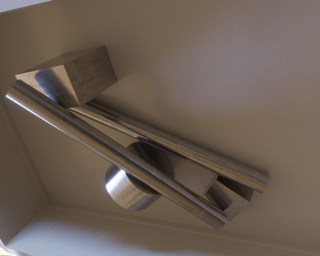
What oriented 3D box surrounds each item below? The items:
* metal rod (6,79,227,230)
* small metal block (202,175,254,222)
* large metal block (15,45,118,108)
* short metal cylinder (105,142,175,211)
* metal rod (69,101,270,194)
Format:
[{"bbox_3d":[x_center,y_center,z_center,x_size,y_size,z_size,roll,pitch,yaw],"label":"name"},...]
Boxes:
[{"bbox_3d":[-0.042,0.038,0.376,0.301,0.025,0.025,34,130,-11],"label":"metal rod"},{"bbox_3d":[0.088,0.091,0.416,0.050,0.025,0.050,33,129,6],"label":"small metal block"},{"bbox_3d":[-0.115,-0.063,0.392,0.080,0.080,0.050,-4,117,29],"label":"large metal block"},{"bbox_3d":[-0.027,0.066,0.424,0.080,0.080,0.050,42,129,-2],"label":"short metal cylinder"},{"bbox_3d":[-0.005,0.014,0.417,0.301,0.025,0.025,23,127,14],"label":"metal rod"}]
